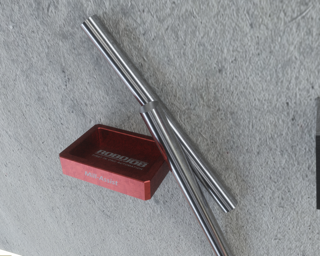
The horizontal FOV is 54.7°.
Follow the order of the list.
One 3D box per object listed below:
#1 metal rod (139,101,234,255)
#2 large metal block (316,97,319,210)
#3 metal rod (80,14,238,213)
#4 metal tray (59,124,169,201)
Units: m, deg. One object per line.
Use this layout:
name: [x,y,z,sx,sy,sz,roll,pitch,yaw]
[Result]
metal rod: [0.048,0.095,0.415,0.025,0.025,0.299,-9,121,32]
large metal block: [0.176,0.022,0.292,0.050,0.080,0.080,0,119,28]
metal rod: [0.005,-0.011,0.395,0.025,0.025,0.300,-30,102,37]
metal tray: [-0.054,0.040,0.416,0.130,0.090,0.030,13,124,20]
